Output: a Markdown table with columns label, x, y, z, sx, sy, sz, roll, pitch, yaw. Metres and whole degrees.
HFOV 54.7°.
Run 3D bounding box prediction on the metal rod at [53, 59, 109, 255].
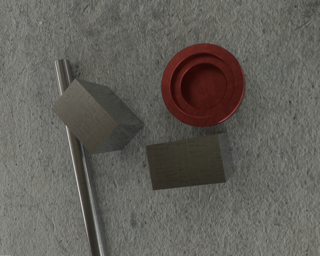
| label | x | y | z | sx | sy | sz | roll | pitch | yaw |
| --- | --- | --- | --- | --- | --- | --- | --- | --- | --- |
| metal rod | -0.114 | 0.048 | 0.447 | 0.025 | 0.025 | 0.298 | -14 | 86 | 19 |

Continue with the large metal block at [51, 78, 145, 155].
| label | x | y | z | sx | sy | sz | roll | pitch | yaw |
| --- | --- | --- | --- | --- | --- | --- | --- | --- | --- |
| large metal block | -0.078 | -0.014 | 0.406 | 0.080 | 0.080 | 0.050 | 46 | 104 | 14 |

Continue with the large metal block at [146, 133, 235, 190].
| label | x | y | z | sx | sy | sz | roll | pitch | yaw |
| --- | --- | --- | --- | --- | --- | --- | --- | --- | --- |
| large metal block | 0.039 | 0.037 | 0.365 | 0.080 | 0.080 | 0.050 | -10 | 87 | 19 |

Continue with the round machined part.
| label | x | y | z | sx | sy | sz | roll | pitch | yaw |
| --- | --- | --- | --- | --- | --- | --- | --- | --- | --- |
| round machined part | 0.055 | -0.050 | 0.380 | 0.098 | 0.042 | 0.097 | 0 | 90 | 19 |
